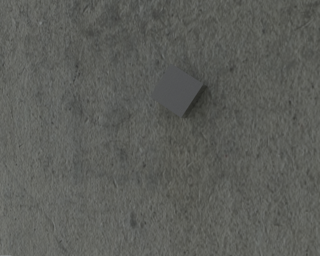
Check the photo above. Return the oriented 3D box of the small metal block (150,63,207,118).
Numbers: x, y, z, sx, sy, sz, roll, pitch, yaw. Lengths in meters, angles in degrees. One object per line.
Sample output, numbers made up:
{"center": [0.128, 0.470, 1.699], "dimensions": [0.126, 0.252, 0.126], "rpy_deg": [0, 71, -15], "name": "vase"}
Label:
{"center": [0.024, -0.047, 0.400], "dimensions": [0.050, 0.025, 0.050], "rpy_deg": [36, 101, 16], "name": "small metal block"}
